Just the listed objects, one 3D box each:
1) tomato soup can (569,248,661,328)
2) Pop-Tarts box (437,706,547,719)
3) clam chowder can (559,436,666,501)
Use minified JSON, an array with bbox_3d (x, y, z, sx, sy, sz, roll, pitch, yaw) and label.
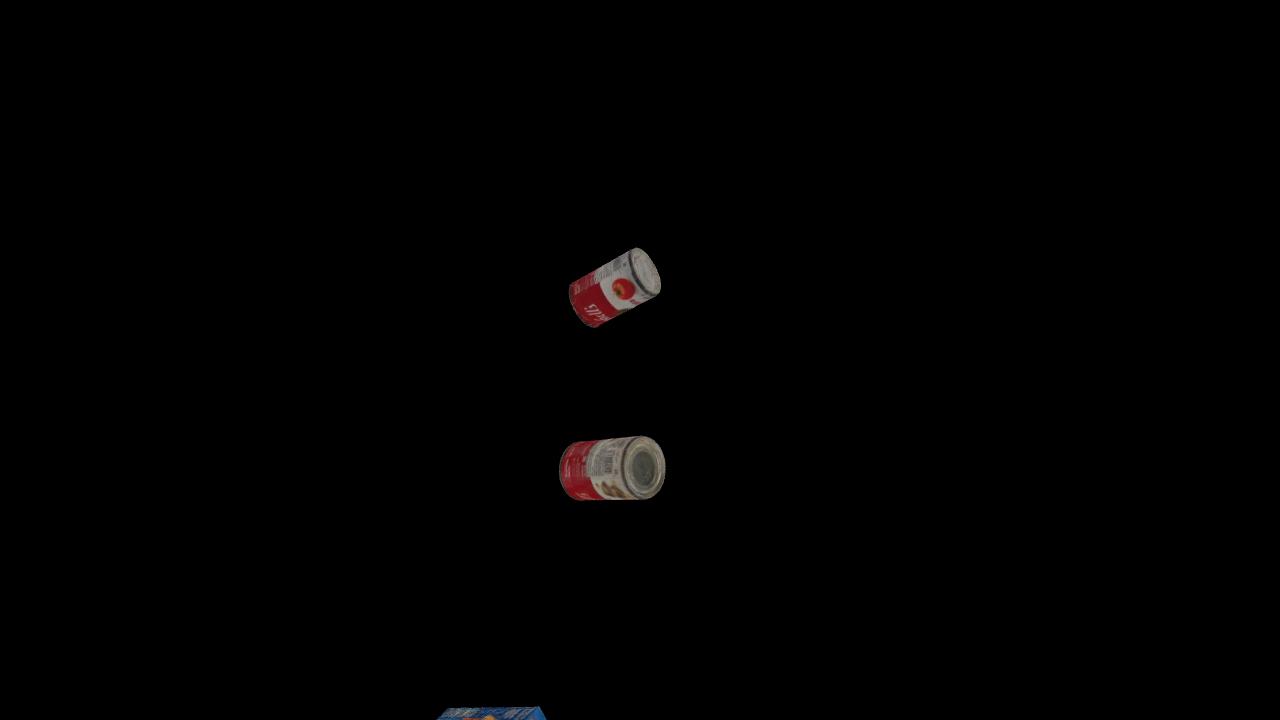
[{"bbox_3d":[-0.031,-0.092,0.785,0.101,0.068,0.068,-25,-12,27],"label":"tomato soup can"},{"bbox_3d":[-0.156,0.362,0.477,0.141,0.083,0.167,-26,2,37],"label":"Pop-Tarts box"},{"bbox_3d":[-0.030,0.119,0.672,0.102,0.068,0.068,-13,-9,42],"label":"clam chowder can"}]
